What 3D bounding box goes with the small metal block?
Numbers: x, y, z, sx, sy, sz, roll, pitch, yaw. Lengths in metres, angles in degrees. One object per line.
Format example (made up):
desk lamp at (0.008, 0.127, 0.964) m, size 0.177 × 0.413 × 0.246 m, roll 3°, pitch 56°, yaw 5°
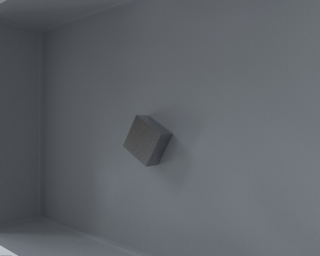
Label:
small metal block at (-0.017, 0.016, 0.419) m, size 0.050 × 0.025 × 0.050 m, roll 38°, pitch 113°, yaw 33°
